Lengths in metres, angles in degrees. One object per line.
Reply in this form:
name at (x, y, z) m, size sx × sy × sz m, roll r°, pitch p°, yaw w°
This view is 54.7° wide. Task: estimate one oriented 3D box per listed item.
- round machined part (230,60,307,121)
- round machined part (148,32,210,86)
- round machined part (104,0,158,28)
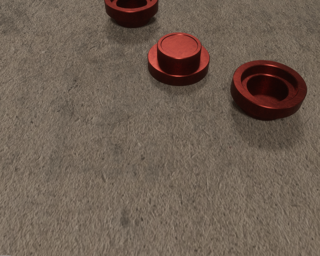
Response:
round machined part at (0.148, -0.049, 0.435) m, size 0.099 × 0.042 × 0.098 m, roll 0°, pitch 50°, yaw 0°
round machined part at (0.030, -0.114, 0.489) m, size 0.099 × 0.042 × 0.098 m, roll 0°, pitch 50°, yaw 0°
round machined part at (-0.052, -0.224, 0.580) m, size 0.099 × 0.042 × 0.098 m, roll 0°, pitch 50°, yaw 0°
